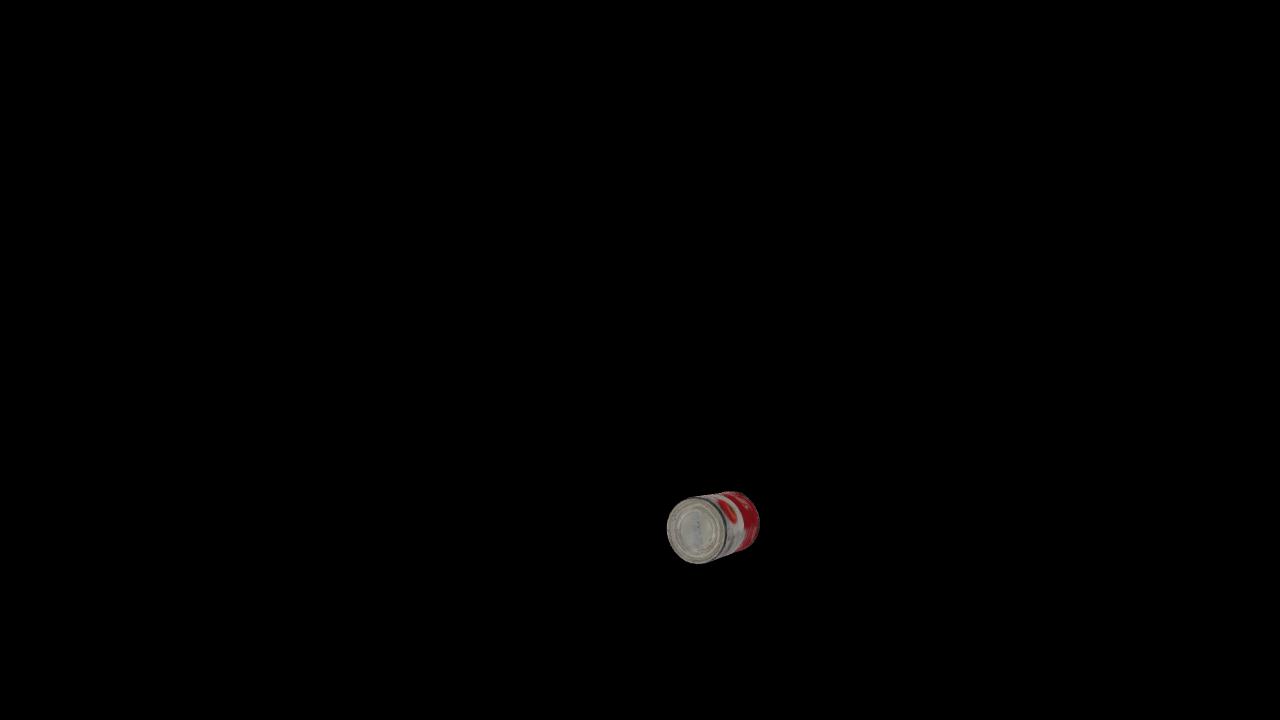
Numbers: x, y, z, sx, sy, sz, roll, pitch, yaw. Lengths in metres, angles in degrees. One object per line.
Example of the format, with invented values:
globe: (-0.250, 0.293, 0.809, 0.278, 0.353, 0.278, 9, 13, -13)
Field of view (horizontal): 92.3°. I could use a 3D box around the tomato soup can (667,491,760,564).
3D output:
tomato soup can: (0.079, 0.177, 0.655, 0.068, 0.068, 0.101, 0, -7, 30)
